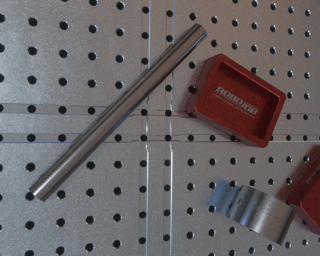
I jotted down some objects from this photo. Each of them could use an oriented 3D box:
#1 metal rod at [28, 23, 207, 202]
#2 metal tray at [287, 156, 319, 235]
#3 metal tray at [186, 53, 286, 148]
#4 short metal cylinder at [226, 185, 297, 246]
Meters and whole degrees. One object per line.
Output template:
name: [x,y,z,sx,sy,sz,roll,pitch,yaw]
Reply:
metal rod: [-0.044,-0.029,0.396,0.025,0.025,0.301,47,75,-14]
metal tray: [0.281,0.104,0.514,0.130,0.030,0.090,-46,105,-14]
metal tray: [0.113,-0.037,0.451,0.131,0.030,0.090,27,81,-18]
short metal cylinder: [0.141,0.122,0.436,0.080,0.080,0.050,32,80,-18]
